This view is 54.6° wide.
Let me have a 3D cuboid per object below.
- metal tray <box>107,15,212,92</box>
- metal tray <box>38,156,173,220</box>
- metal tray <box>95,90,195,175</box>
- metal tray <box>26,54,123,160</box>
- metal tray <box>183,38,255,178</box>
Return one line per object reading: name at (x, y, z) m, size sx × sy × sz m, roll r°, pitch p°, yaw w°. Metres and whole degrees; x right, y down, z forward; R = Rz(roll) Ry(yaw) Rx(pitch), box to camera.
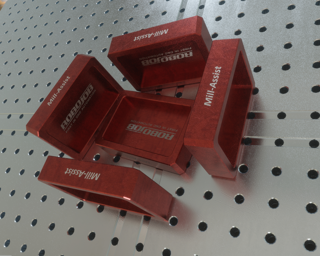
metal tray at (0.007, -0.094, 0.421) m, size 0.130 × 0.090 × 0.030 m, roll -6°, pitch 59°, yaw 25°
metal tray at (-0.062, 0.069, 0.358) m, size 0.130 × 0.090 × 0.030 m, roll 4°, pitch 64°, yaw 30°
metal tray at (-0.014, 0.001, 0.412) m, size 0.130 × 0.030 × 0.090 m, roll 12°, pitch 68°, yaw 33°
metal tray at (-0.115, -0.028, 0.446) m, size 0.030 × 0.090 × 0.130 m, roll 20°, pitch 72°, yaw 36°
metal tray at (0.071, -0.021, 0.342) m, size 0.030 × 0.090 × 0.130 m, roll 5°, pitch 64°, yaw 30°
